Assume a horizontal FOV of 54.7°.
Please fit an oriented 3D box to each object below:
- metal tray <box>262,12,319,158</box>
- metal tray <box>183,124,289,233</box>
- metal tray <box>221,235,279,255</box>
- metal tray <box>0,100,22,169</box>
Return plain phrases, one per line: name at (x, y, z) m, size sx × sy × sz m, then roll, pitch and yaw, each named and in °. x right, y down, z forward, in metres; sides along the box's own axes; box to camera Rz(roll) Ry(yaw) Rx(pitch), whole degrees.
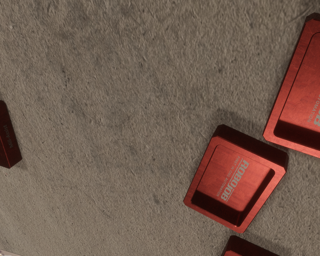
metal tray at (0.163, -0.033, 0.296) m, size 0.090 × 0.030 × 0.129 m, roll 20°, pitch 126°, yaw 16°
metal tray at (0.092, 0.068, 0.396) m, size 0.090 × 0.030 × 0.129 m, roll 26°, pitch 127°, yaw 11°
metal tray at (0.131, 0.232, 0.477) m, size 0.090 × 0.030 × 0.129 m, roll 22°, pitch 127°, yaw 14°
metal tray at (-0.312, 0.006, 0.569) m, size 0.090 × 0.030 × 0.129 m, roll 13°, pitch 124°, yaw 20°
